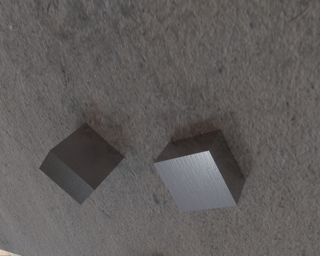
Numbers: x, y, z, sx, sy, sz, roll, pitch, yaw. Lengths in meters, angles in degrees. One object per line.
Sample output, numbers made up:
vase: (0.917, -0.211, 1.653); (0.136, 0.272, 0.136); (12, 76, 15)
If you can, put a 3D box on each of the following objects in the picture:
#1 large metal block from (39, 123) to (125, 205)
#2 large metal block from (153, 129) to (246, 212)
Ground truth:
large metal block: (-0.114, 0.052, 0.461); (0.080, 0.080, 0.050); (42, 129, -1)
large metal block: (0.052, 0.056, 0.397); (0.080, 0.050, 0.080); (-17, 110, 34)
